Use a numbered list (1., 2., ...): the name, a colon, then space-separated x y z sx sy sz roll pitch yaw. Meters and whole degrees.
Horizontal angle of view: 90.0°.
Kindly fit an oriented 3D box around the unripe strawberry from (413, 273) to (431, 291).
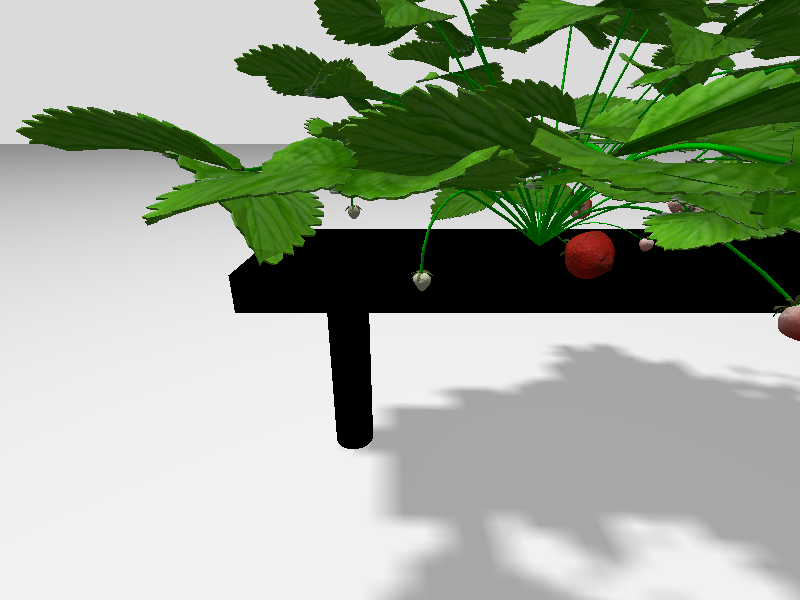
1. unripe strawberry: 0.013 -0.011 0.238 0.011 0.011 0.010 19 29 38

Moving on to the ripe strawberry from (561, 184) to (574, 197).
1. ripe strawberry: 0.206 -0.135 0.520 0.036 0.031 0.036 10 24 22

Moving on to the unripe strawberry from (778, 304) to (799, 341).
1. unripe strawberry: 0.194 0.012 0.190 0.023 0.021 0.020 -9 -30 -19

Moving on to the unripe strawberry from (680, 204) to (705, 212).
1. unripe strawberry: 0.318 -0.093 0.432 0.024 0.023 0.026 2 20 -26

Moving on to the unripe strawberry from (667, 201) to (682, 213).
1. unripe strawberry: 0.348 -0.120 0.505 0.019 0.020 0.018 16 28 32

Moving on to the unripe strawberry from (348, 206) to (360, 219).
1. unripe strawberry: -0.051 -0.096 0.440 0.015 0.014 0.013 12 26 25

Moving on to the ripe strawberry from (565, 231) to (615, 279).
1. ripe strawberry: 0.131 -0.029 0.273 0.032 0.034 0.035 -1 24 -3

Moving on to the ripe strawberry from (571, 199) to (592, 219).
1. ripe strawberry: 0.212 -0.109 0.470 0.026 0.027 0.028 15 27 32

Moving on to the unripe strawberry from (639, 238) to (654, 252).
1. unripe strawberry: 0.213 -0.048 0.347 0.011 0.011 0.011 3 23 7
